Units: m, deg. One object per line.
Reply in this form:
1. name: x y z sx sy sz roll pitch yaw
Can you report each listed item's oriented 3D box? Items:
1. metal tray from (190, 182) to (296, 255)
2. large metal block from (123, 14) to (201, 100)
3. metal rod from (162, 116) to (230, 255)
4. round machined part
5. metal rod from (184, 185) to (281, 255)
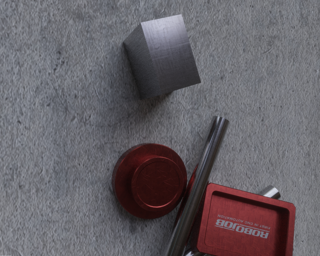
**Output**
1. metal tray: 0.114 0.134 0.422 0.131 0.030 0.090 15 70 -6
2. large metal block: -0.001 -0.083 0.380 0.050 0.080 0.080 -19 97 -19
3. metal rod: 0.030 0.125 0.399 0.025 0.025 0.299 26 78 -19
4. round machined part: -0.009 0.069 0.398 0.099 0.042 0.097 0 90 -20
5. metal rod: 0.051 0.170 0.429 0.302 0.025 0.025 -30 100 -18
